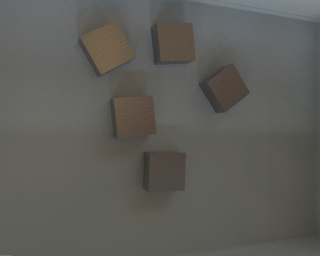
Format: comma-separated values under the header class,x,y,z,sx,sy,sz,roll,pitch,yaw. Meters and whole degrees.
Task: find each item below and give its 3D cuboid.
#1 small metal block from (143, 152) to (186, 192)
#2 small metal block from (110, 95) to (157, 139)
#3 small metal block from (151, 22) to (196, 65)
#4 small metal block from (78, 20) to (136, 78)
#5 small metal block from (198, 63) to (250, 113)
class,x,y,z,sx,sy,sz,roll,pitch,yaw
small metal block,0.006,0.057,0.413,0.050,0.025,0.050,2,90,-20
small metal block,-0.035,-0.014,0.398,0.050,0.025,0.050,-7,92,-20
small metal block,0.018,-0.113,0.417,0.050,0.025,0.050,-7,92,-20
small metal block,-0.066,-0.098,0.386,0.050,0.025,0.050,-31,100,-17
small metal block,0.092,-0.056,0.444,0.050,0.025,0.050,-37,102,-16
